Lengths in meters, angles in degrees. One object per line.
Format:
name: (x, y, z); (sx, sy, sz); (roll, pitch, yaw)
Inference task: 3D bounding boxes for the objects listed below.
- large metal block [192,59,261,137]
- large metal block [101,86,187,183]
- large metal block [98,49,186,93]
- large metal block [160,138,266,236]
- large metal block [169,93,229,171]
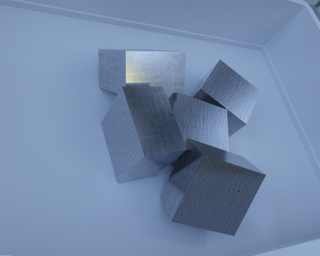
large metal block: (0.094, -0.043, 0.467); (0.080, 0.050, 0.080); (38, 51, -3)
large metal block: (-0.023, 0.008, 0.353); (0.050, 0.080, 0.080); (-6, 65, -31)
large metal block: (-0.025, -0.073, 0.394); (0.081, 0.080, 0.050); (-8, 108, -31)
large metal block: (0.058, 0.067, 0.352); (0.081, 0.080, 0.050); (19, 12, -19)
large metal block: (0.042, 0.008, 0.408); (0.081, 0.050, 0.080); (18, 55, -19)
